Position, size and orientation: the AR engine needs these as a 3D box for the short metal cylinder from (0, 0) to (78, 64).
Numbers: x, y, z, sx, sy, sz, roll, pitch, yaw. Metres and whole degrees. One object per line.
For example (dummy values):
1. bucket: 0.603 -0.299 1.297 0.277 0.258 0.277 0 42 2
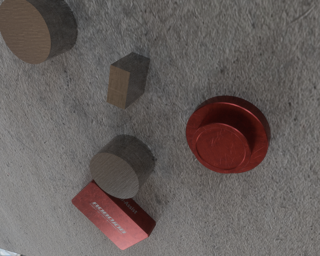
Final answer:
1. short metal cylinder: -0.154 -0.127 0.393 0.080 0.050 0.079 13 124 21

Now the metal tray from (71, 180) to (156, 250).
1. metal tray: -0.082 0.146 0.537 0.130 0.030 0.090 45 129 -4

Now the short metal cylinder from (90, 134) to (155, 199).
1. short metal cylinder: -0.055 0.056 0.454 0.080 0.050 0.079 13 124 21

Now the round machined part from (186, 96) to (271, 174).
1. round machined part: 0.076 0.015 0.365 0.098 0.042 0.097 13 124 21

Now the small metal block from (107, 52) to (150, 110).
1. small metal block: -0.038 -0.058 0.375 0.025 0.050 0.050 24 127 14
